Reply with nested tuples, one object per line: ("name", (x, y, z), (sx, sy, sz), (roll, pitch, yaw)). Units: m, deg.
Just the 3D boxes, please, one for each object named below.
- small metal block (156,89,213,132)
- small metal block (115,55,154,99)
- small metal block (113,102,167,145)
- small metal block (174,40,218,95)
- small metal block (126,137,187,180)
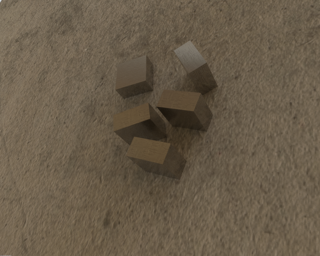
("small metal block", (0.032, -0.021, 0.383), (0.050, 0.050, 0.025), (10, 67, 32))
("small metal block", (-0.038, -0.077, 0.470), (0.050, 0.025, 0.050), (-14, 56, 20))
("small metal block", (-0.025, -0.002, 0.401), (0.050, 0.050, 0.025), (-19, 55, 17))
("small metal block", (0.048, -0.079, 0.410), (0.025, 0.050, 0.050), (-32, 52, 8))
("small metal block", (-0.003, 0.036, 0.366), (0.050, 0.050, 0.025), (9, 67, 32))
